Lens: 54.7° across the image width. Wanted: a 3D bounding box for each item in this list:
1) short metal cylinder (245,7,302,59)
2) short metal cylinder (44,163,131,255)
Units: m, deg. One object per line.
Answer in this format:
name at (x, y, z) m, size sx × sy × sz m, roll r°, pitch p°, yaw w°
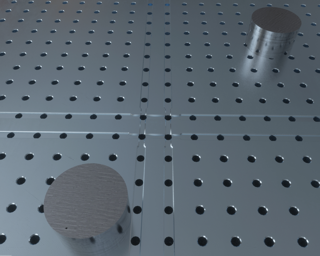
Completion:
short metal cylinder at (0.193, -0.164, 0.532) m, size 0.081 × 0.050 × 0.080 m, roll 0°, pitch 50°, yaw 0°
short metal cylinder at (-0.072, 0.084, 0.320) m, size 0.081 × 0.050 × 0.080 m, roll 0°, pitch 50°, yaw 0°
